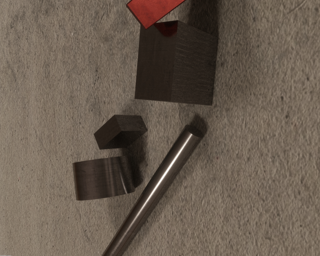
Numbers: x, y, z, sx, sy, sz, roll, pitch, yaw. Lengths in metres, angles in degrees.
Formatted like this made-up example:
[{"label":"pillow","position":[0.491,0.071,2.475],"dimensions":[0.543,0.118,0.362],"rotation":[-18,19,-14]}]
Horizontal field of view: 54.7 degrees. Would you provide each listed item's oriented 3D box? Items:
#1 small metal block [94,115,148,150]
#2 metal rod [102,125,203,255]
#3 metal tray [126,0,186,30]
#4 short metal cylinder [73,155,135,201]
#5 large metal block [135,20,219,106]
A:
[{"label":"small metal block","position":[-0.055,0.006,0.431],"dimensions":[0.050,0.050,0.025],"rotation":[-38,67,33]},{"label":"metal rod","position":[-0.030,0.121,0.427],"dimensions":[0.025,0.025,0.298],"rotation":[45,117,30]},{"label":"metal tray","position":[0.028,-0.160,0.320],"dimensions":[0.090,0.130,0.030],"rotation":[-25,115,37]},{"label":"short metal cylinder","position":[-0.078,0.069,0.431],"dimensions":[0.080,0.081,0.050],"rotation":[-13,82,39]},{"label":"large metal block","position":[0.021,-0.069,0.351],"dimensions":[0.050,0.081,0.079],"rotation":[8,95,39]}]
